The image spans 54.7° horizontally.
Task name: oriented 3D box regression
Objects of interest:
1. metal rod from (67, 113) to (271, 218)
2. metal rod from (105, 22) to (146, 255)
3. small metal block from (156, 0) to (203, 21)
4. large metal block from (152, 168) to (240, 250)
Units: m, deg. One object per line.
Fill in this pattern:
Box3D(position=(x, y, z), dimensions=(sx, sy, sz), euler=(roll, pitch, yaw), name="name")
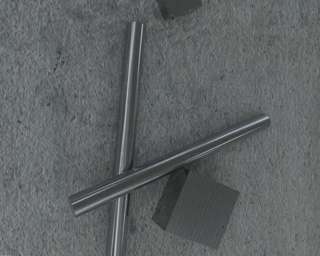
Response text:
Box3D(position=(0.031, 0.038, 0.403), dimensions=(0.302, 0.025, 0.025), euler=(-21, 97, -26), name="metal rod")
Box3D(position=(-0.044, 0.017, 0.393), dimensions=(0.025, 0.025, 0.298), euler=(6, 88, -20), name="metal rod")
Box3D(position=(0.023, -0.179, 0.418), dimensions=(0.050, 0.025, 0.050), euler=(-24, 98, -19), name="small metal block")
Box3D(position=(0.047, 0.104, 0.415), dimensions=(0.080, 0.050, 0.080), euler=(26, 81, -19), name="large metal block")
